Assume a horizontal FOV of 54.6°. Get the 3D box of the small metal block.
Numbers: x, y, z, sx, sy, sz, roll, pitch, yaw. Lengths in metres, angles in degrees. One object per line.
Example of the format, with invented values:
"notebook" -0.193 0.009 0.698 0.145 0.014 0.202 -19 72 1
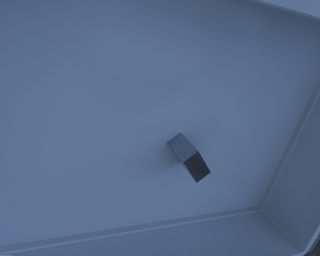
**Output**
"small metal block" 0.041 0.042 0.440 0.025 0.050 0.050 -36 129 -4
